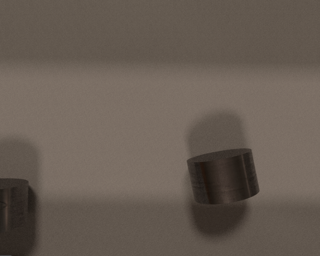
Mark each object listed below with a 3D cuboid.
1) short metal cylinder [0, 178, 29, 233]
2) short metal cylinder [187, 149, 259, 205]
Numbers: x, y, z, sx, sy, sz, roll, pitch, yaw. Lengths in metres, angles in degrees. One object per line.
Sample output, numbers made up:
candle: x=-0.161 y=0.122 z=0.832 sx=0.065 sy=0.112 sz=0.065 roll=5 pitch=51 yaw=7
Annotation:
short metal cylinder: x=-0.206 y=0.094 z=0.381 sx=0.081 sy=0.080 sz=0.050 roll=1 pitch=90 yaw=-1
short metal cylinder: x=0.078 y=0.058 z=0.385 sx=0.080 sy=0.080 sz=0.050 roll=-11 pitch=90 yaw=0
